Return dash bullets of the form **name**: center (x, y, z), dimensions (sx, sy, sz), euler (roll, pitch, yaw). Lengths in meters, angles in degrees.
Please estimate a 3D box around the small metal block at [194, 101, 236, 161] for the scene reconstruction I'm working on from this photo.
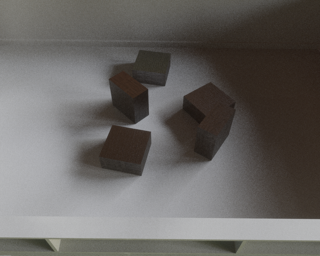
- **small metal block**: center (0.068, 0.004, 0.387), dimensions (0.025, 0.050, 0.050), euler (27, 55, 21)

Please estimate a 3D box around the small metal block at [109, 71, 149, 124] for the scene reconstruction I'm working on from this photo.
- **small metal block**: center (-0.042, -0.042, 0.423), dimensions (0.025, 0.050, 0.050), euler (-36, 59, -26)

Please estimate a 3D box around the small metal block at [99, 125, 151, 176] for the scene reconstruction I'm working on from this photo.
- **small metal block**: center (-0.041, 0.027, 0.382), dimensions (0.050, 0.025, 0.050), euler (10, 51, 8)

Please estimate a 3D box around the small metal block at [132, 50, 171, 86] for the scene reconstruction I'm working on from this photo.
- **small metal block**: center (-0.012, -0.094, 0.484), dimensions (0.050, 0.025, 0.050), euler (8, 50, 6)

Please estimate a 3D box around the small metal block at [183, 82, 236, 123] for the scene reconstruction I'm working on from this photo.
- **small metal block**: center (0.068, -0.032, 0.433), dimensions (0.050, 0.025, 0.050), euler (-29, 56, -23)
